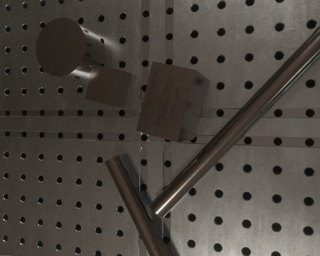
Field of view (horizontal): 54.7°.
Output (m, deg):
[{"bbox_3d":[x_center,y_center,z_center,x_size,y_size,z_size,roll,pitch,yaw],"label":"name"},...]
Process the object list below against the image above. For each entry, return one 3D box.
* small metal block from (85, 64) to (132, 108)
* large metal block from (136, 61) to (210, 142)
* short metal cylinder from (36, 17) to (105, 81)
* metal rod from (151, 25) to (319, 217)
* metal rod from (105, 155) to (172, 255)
[{"bbox_3d":[-0.073,-0.059,0.437,0.050,0.025,0.050,15,95,19],"label":"small metal block"},{"bbox_3d":[0.019,-0.029,0.376,0.050,0.080,0.079,15,95,19],"label":"large metal block"},{"bbox_3d":[-0.127,-0.110,0.443,0.080,0.050,0.079,0,90,19],"label":"short metal cylinder"},{"bbox_3d":[0.094,0.000,0.379,0.025,0.025,0.299,45,103,14],"label":"metal rod"},{"bbox_3d":[0.003,0.173,0.410,0.025,0.025,0.299,-31,80,17],"label":"metal rod"}]
